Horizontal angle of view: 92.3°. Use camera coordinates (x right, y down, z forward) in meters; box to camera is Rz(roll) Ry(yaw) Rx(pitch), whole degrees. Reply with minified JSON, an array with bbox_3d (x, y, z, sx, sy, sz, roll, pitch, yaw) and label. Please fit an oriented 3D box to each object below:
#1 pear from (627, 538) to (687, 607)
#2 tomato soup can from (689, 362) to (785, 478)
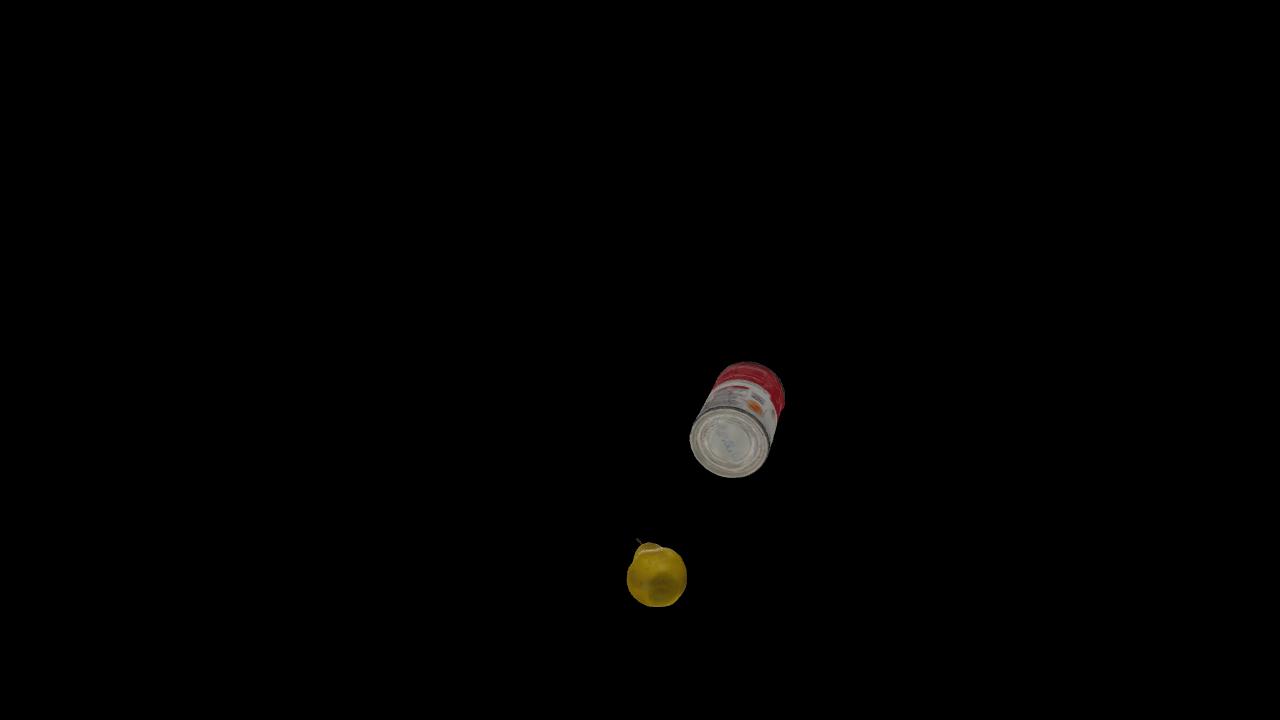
[{"bbox_3d":[0.020,0.277,0.825,0.080,0.080,0.111,0,17,-6],"label":"pear"},{"bbox_3d":[0.088,0.050,0.540,0.068,0.068,0.101,0,21,20],"label":"tomato soup can"}]
